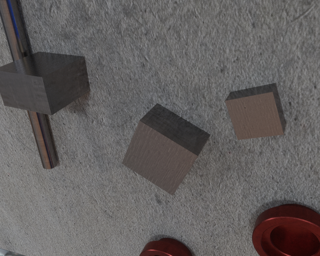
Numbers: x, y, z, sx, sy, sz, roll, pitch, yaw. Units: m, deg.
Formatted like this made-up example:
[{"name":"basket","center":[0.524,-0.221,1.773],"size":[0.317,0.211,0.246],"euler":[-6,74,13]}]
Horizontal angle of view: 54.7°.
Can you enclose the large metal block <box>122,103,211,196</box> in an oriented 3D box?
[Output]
[{"name":"large metal block","center":[0.007,0.028,0.405],"size":[0.080,0.050,0.079],"euler":[31,129,8]}]

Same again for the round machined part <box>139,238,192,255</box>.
[{"name":"round machined part","center":[0.017,0.227,0.528],"size":[0.098,0.042,0.097],"euler":[13,124,21]}]

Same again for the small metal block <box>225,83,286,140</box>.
[{"name":"small metal block","center":[0.106,-0.017,0.341],"size":[0.050,0.025,0.050],"euler":[-9,114,32]}]

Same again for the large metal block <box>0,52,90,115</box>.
[{"name":"large metal block","center":[-0.154,-0.063,0.413],"size":[0.080,0.080,0.050],"euler":[11,123,22]}]

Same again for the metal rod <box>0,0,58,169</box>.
[{"name":"metal rod","center":[-0.199,-0.062,0.473],"size":[0.025,0.025,0.298],"euler":[12,124,22]}]

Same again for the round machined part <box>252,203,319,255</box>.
[{"name":"round machined part","center":[0.170,0.135,0.390],"size":[0.098,0.042,0.097],"euler":[13,124,21]}]
